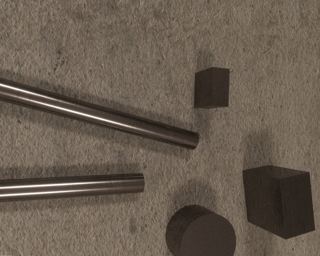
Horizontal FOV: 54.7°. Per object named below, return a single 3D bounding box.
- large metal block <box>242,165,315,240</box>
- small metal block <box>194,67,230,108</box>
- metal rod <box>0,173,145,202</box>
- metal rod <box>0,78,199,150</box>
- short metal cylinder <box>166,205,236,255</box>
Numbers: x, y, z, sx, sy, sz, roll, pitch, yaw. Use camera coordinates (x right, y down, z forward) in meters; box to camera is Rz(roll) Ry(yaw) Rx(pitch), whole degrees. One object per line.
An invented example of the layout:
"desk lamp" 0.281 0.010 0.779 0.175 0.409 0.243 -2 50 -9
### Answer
"large metal block" 0.167 0.101 0.444 0.050 0.080 0.079 -8 93 -20
"small metal block" 0.070 -0.053 0.423 0.025 0.050 0.050 2 89 -20
"metal rod" -0.165 0.070 0.348 0.303 0.025 0.025 0 90 -21
"metal rod" -0.089 -0.019 0.376 0.302 0.025 0.025 15 85 -20
"short metal cylinder" 0.054 0.149 0.417 0.081 0.050 0.079 0 90 -21
